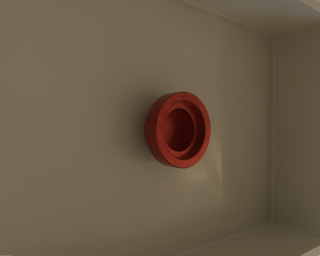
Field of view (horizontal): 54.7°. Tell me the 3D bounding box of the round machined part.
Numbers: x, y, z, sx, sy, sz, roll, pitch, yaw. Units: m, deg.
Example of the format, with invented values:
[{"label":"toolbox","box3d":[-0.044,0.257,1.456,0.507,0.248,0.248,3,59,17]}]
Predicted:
[{"label":"round machined part","box3d":[0.019,0.002,0.409,0.099,0.042,0.097,0,90,-40]}]
